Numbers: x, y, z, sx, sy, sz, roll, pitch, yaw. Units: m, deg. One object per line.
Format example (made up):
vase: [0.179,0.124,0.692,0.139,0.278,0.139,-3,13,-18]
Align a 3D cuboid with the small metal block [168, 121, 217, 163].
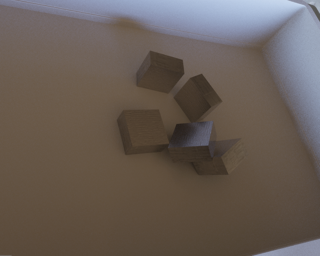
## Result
small metal block: [0.043,0.017,0.396,0.050,0.050,0.025,-67,146,-50]

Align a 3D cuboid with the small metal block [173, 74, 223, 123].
small metal block: [0.054,-0.041,0.445,0.025,0.050,0.050,-26,76,-37]

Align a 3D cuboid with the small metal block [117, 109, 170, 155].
small metal block: [-0.022,0.005,0.392,0.050,0.025,0.050,-3,63,-30]

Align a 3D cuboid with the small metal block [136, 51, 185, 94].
small metal block: [-0.001,-0.078,0.438,0.050,0.050,0.025,10,58,-23]

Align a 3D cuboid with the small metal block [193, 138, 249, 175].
small metal block: [0.079,0.038,0.407,0.050,0.050,0.025,-33,104,-38]
